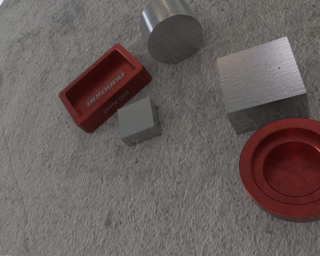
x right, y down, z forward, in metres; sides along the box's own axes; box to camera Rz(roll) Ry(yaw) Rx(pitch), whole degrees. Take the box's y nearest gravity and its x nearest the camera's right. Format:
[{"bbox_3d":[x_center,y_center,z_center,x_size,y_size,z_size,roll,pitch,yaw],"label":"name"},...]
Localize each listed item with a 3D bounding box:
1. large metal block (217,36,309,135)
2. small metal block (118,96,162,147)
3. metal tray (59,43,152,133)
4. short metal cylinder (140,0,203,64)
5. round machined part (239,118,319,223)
[{"bbox_3d":[0.116,-0.047,0.356,0.080,0.050,0.080,-15,56,20],"label":"large metal block"},{"bbox_3d":[-0.028,-0.008,0.424,0.050,0.025,0.050,-21,54,15],"label":"small metal block"},{"bbox_3d":[-0.088,-0.064,0.485,0.130,0.030,0.090,-41,51,-1],"label":"metal tray"},{"bbox_3d":[0.016,-0.140,0.447,0.080,0.080,0.050,-27,52,11],"label":"short metal cylinder"},{"bbox_3d":[0.130,0.042,0.299,0.098,0.042,0.098,-13,56,21],"label":"round machined part"}]
